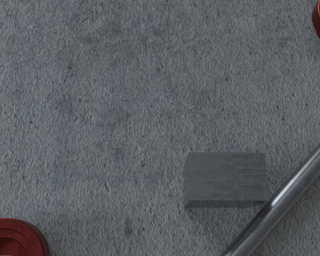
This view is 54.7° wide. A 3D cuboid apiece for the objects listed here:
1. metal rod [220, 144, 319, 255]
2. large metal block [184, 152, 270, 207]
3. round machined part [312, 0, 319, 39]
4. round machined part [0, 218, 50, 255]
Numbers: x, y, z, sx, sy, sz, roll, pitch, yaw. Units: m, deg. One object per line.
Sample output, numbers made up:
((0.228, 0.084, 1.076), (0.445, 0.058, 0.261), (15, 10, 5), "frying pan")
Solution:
((0.122, 0.115, 0.367), (0.301, 0.025, 0.025), (-42, 76, -14), "metal rod")
((0.070, 0.063, 0.357), (0.081, 0.080, 0.050), (1, 70, 0), "large metal block")
((0.275, -0.158, 0.460), (0.099, 0.042, 0.098), (0, 70, -1), "round machined part")
((-0.170, 0.151, 0.342), (0.099, 0.042, 0.098), (0, 70, -1), "round machined part")
